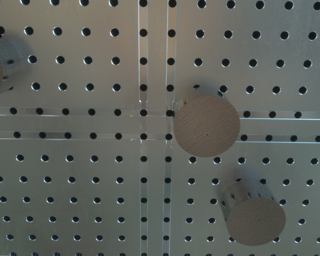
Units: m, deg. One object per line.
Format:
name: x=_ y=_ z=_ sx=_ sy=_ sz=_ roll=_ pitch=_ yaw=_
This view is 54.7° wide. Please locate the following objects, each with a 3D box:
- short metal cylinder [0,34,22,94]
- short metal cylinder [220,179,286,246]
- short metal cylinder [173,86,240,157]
short metal cylinder: x=-0.217 y=-0.075 z=0.370 sx=0.081 sy=0.050 sz=0.079 roll=0 pitch=110 yaw=0
short metal cylinder: x=0.131 y=0.120 z=0.446 sx=0.081 sy=0.050 sz=0.079 roll=0 pitch=110 yaw=0
short metal cylinder: x=0.057 y=-0.009 z=0.397 sx=0.081 sy=0.050 sz=0.079 roll=0 pitch=110 yaw=0
